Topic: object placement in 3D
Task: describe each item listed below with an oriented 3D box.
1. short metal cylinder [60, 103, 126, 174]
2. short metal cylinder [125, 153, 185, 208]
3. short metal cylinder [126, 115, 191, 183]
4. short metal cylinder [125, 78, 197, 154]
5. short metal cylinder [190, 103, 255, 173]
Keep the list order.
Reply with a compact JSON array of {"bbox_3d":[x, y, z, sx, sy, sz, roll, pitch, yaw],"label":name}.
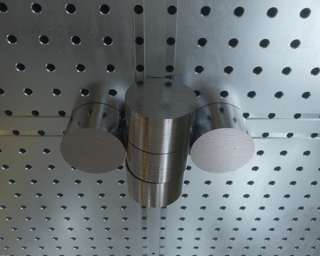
[{"bbox_3d":[-0.084,0.014,0.405,0.081,0.050,0.079,0,130,0],"label":"short metal cylinder"},{"bbox_3d":[-0.006,0.062,0.427,0.081,0.080,0.050,1,130,-1],"label":"short metal cylinder"},{"bbox_3d":[-0.002,0.023,0.394,0.081,0.080,0.050,2,130,-2],"label":"short metal cylinder"},{"bbox_3d":[0.000,-0.016,0.361,0.081,0.080,0.050,2,130,-2],"label":"short metal cylinder"},{"bbox_3d":[0.078,0.014,0.408,0.081,0.050,0.079,0,130,0],"label":"short metal cylinder"}]
